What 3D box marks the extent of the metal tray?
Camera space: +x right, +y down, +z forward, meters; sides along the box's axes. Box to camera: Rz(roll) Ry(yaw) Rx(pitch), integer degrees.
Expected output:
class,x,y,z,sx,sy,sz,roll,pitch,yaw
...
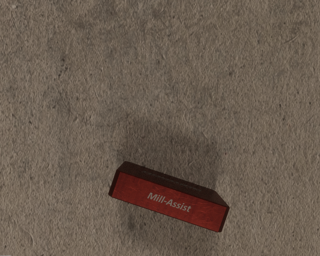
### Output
class,x,y,z,sx,sy,sz,roll,pitch,yaw
metal tray,0.010,0.079,0.377,0.131,0.090,0.030,19,90,-1
